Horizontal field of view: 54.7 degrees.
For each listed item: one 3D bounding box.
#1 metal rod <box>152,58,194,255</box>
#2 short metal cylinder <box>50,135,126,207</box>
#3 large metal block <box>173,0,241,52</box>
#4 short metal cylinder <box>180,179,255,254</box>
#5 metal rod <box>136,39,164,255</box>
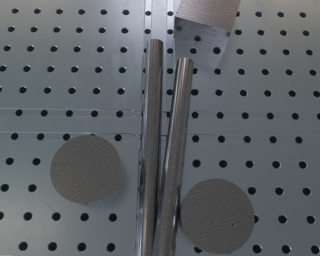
[{"bbox_3d":[0.018,0.042,0.385,0.025,0.025,0.299,7,66,2],"label":"metal rod"},{"bbox_3d":[-0.085,0.054,0.378,0.081,0.050,0.080,0,70,0],"label":"short metal cylinder"},{"bbox_3d":[0.071,-0.170,0.461,0.080,0.050,0.080,18,71,6],"label":"large metal block"},{"bbox_3d":[0.063,0.103,0.361,0.081,0.050,0.080,0,70,0],"label":"short metal cylinder"},{"bbox_3d":[-0.011,0.016,0.405,0.025,0.025,0.299,2,70,0],"label":"metal rod"}]
